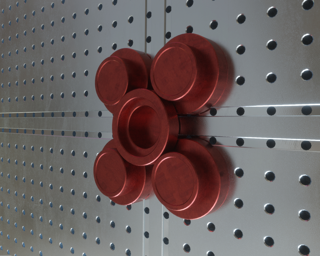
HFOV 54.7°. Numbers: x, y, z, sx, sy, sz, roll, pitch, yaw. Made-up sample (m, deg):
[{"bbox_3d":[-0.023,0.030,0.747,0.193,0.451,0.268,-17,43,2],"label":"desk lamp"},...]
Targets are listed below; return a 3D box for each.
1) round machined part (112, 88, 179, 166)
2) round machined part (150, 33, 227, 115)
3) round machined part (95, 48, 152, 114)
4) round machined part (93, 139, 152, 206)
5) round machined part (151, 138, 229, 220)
[{"bbox_3d":[-0.014,-0.001,0.406,0.098,0.042,0.097,0,90,39],"label":"round machined part"},{"bbox_3d":[0.027,-0.065,0.374,0.098,0.042,0.097,0,90,39],"label":"round machined part"},{"bbox_3d":[-0.055,-0.065,0.440,0.098,0.042,0.097,0,90,39],"label":"round machined part"},{"bbox_3d":[-0.058,0.062,0.444,0.098,0.042,0.097,0,90,39],"label":"round machined part"},{"bbox_3d":[0.028,0.061,0.372,0.098,0.042,0.097,0,90,39],"label":"round machined part"}]
